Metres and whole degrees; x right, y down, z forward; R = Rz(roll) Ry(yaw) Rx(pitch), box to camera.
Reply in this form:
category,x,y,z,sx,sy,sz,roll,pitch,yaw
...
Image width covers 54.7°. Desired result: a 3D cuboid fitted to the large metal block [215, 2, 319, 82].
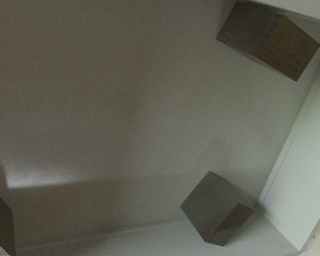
category,x,y,z,sx,sy,sz,roll,pitch,yaw
large metal block,0.131,-0.106,0.381,0.081,0.080,0.050,17,109,-35

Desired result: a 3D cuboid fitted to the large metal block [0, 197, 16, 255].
category,x,y,z,sx,sy,sz,roll,pitch,yaw
large metal block,-0.209,0.121,0.334,0.080,0.080,0.050,-25,128,-13

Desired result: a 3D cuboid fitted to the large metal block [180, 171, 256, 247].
category,x,y,z,sx,sy,sz,roll,pitch,yaw
large metal block,0.092,0.131,0.507,0.050,0.080,0.080,30,102,-38
